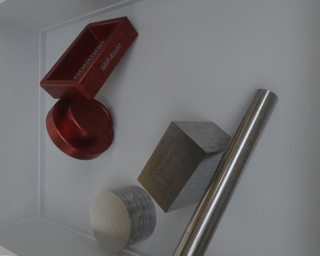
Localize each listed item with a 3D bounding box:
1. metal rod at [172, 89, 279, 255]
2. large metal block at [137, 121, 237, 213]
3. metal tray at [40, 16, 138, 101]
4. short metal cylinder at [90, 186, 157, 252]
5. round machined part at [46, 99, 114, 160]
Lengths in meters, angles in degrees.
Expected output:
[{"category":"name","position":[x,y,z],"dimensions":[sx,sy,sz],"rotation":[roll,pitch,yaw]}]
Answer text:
[{"category":"metal rod","position":[0.037,0.093,0.283],"dimensions":[0.025,0.025,0.300],"rotation":[19,73,38]},{"category":"large metal block","position":[0.035,0.039,0.341],"dimensions":[0.050,0.081,0.080],"rotation":[44,117,30]},{"category":"metal tray","position":[-0.099,-0.098,0.435],"dimensions":[0.090,0.030,0.130],"rotation":[7,57,39]},{"category":"short metal cylinder","position":[-0.052,0.124,0.431],"dimensions":[0.080,0.050,0.079],"rotation":[0,90,39]},{"category":"round machined part","position":[-0.107,-0.007,0.445],"dimensions":[0.042,0.099,0.098],"rotation":[-38,67,34]}]
